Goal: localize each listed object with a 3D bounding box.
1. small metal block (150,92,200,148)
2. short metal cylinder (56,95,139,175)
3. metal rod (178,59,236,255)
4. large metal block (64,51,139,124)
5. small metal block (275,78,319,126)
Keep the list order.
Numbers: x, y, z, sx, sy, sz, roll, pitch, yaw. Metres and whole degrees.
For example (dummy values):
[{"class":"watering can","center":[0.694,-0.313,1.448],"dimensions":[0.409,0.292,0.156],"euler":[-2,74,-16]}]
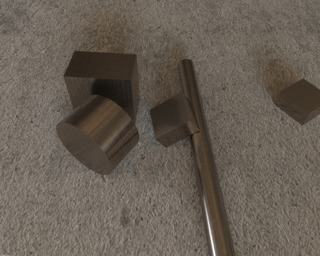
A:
[{"class":"small metal block","center":[0.018,-0.011,0.397],"dimensions":[0.050,0.025,0.050],"euler":[-29,48,20]},{"class":"short metal cylinder","center":[-0.072,0.009,0.359],"dimensions":[0.080,0.080,0.050],"euler":[27,55,20]},{"class":"metal rod","center":[0.051,0.016,0.390],"dimensions":[0.025,0.025,0.300],"euler":[-3,50,-3]},{"class":"large metal block","center":[-0.072,-0.052,0.410],"dimensions":[0.080,0.080,0.050],"euler":[4,50,3]},{"class":"small metal block","center":[0.202,-0.038,0.438],"dimensions":[0.050,0.025,0.050],"euler":[-28,56,-22]}]
